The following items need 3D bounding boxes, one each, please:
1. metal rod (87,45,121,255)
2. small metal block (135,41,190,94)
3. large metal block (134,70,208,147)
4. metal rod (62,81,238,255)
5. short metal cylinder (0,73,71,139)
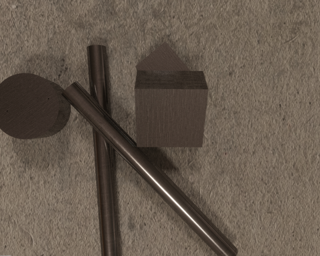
[{"bbox_3d":[-0.073,0.042,0.409,0.025,0.025,0.298,-4,90,-1],"label":"metal rod"},{"bbox_3d":[0.004,-0.076,0.410,0.050,0.025,0.050,-40,90,0],"label":"small metal block"},{"bbox_3d":[0.012,-0.023,0.380,0.081,0.050,0.079,0,124,-1],"label":"large metal block"},{"bbox_3d":[-0.008,0.060,0.394,0.025,0.025,0.300,-43,97,0],"label":"metal rod"},{"bbox_3d":[-0.161,-0.026,0.395,0.081,0.050,0.079,0,90,-1],"label":"short metal cylinder"}]
